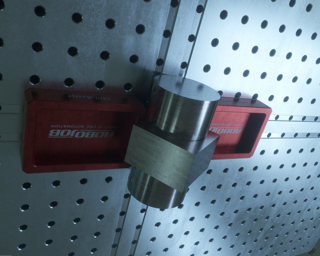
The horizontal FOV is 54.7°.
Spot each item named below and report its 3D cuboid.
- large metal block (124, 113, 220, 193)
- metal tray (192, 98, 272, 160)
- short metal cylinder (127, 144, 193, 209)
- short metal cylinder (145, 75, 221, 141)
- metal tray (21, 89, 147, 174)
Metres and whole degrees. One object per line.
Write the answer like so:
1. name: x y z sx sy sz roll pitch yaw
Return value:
1. large metal block: 0.017 0.024 0.381 0.080 0.080 0.050 -26 137 -57
2. metal tray: 0.096 0.002 0.461 0.131 0.030 0.089 1 118 -29
3. short metal cylinder: 0.001 0.062 0.414 0.081 0.080 0.050 2 118 -29
4. short metal cylinder: 0.026 -0.026 0.373 0.081 0.080 0.050 1 118 -29
5. metal tray: -0.089 0.005 0.362 0.131 0.030 0.089 1 118 -29
